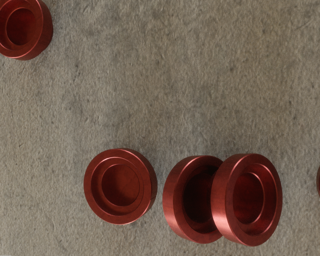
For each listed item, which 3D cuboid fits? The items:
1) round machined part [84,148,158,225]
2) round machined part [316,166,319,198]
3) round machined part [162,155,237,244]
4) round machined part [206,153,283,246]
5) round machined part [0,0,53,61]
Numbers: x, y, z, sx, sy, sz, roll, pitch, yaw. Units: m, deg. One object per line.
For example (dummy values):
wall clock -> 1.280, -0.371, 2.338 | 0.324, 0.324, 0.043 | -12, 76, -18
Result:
round machined part -> -0.049, 0.075, 0.416 | 0.098, 0.042, 0.097 | 0, 90, 19
round machined part -> 0.220, 0.062, 0.323 | 0.098, 0.042, 0.097 | 0, 90, 19
round machined part -> 0.043, 0.081, 0.365 | 0.042, 0.099, 0.097 | -9, 86, 55
round machined part -> 0.091, 0.077, 0.347 | 0.042, 0.099, 0.097 | -8, 87, 53
round machined part -> -0.203, -0.151, 0.470 | 0.098, 0.042, 0.097 | 0, 90, 19
